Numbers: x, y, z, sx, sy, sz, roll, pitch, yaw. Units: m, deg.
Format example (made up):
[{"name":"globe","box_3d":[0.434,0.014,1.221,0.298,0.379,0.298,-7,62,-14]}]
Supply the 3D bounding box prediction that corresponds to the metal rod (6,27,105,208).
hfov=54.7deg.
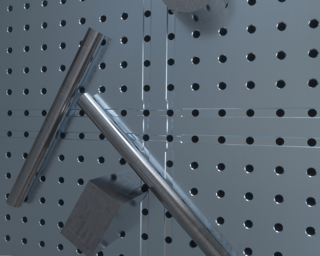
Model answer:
[{"name":"metal rod","box_3d":[-0.161,-0.010,0.469,0.025,0.025,0.299,32,100,17]}]

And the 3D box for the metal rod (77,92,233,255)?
[{"name":"metal rod","box_3d":[-0.012,0.065,0.416,0.025,0.025,0.300,-46,76,14]}]

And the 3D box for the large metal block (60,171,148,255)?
[{"name":"large metal block","box_3d":[-0.071,0.109,0.408,0.050,0.080,0.080,33,101,17]}]

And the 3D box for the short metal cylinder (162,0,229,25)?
[{"name":"short metal cylinder","box_3d":[0.043,-0.175,0.384,0.080,0.050,0.080,0,90,20]}]
